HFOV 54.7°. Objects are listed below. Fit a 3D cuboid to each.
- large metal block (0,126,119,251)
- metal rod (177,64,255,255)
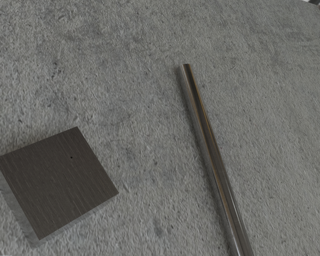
[{"bbox_3d":[-0.101,0.056,0.300,0.081,0.050,0.080,-26,76,-37],"label":"large metal block"},{"bbox_3d":[0.071,0.039,0.419,0.025,0.025,0.299,1,62,-28],"label":"metal rod"}]
